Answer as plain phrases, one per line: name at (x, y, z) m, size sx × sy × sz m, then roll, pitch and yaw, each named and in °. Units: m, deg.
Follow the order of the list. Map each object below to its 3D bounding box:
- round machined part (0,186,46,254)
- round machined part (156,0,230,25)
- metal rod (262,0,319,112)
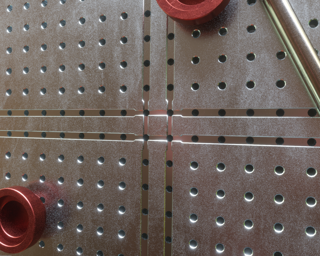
round machined part at (-0.218, 0.138, 0.480) m, size 0.098 × 0.042 × 0.097 m, roll 0°, pitch 90°, yaw 20°
round machined part at (0.045, -0.177, 0.388) m, size 0.098 × 0.042 × 0.097 m, roll 0°, pitch 90°, yaw 20°
metal rod at (0.134, -0.153, 0.365) m, size 0.025 × 0.025 × 0.299 m, roll -26°, pitch 82°, yaw 18°
